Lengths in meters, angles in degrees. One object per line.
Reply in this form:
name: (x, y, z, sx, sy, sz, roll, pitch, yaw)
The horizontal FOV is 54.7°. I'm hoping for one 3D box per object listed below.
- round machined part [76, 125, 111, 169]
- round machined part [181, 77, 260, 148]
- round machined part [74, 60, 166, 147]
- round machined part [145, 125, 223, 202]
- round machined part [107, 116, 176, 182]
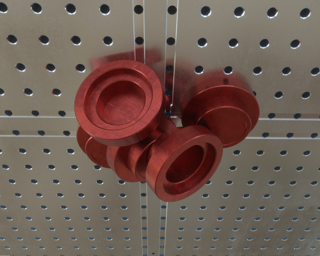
round machined part: (-0.062, 0.017, 0.414, 0.099, 0.042, 0.097, -1, 130, 0)
round machined part: (0.076, -0.012, 0.391, 0.099, 0.042, 0.097, -1, 130, 0)
round machined part: (-0.041, -0.024, 0.349, 0.098, 0.098, 0.042, -10, 155, 7)
round machined part: (0.024, 0.037, 0.370, 0.099, 0.042, 0.097, -23, 134, -25)
round machined part: (-0.015, 0.030, 0.394, 0.099, 0.042, 0.097, -25, 133, -29)
